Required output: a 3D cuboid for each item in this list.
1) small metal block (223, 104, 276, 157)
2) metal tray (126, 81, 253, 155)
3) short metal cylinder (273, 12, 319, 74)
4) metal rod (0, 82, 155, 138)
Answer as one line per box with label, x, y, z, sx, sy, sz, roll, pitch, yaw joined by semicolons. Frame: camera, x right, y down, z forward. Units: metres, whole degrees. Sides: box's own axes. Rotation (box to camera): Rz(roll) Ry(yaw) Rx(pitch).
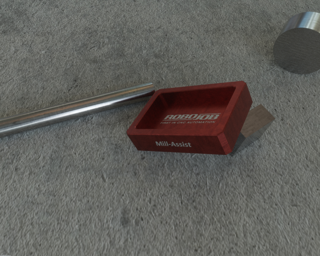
small metal block;0.107;0.004;0.383;0.050;0.050;0.025;-29;67;-23
metal tray;0.034;-0.013;0.373;0.130;0.030;0.090;0;43;37
short metal cylinder;0.224;-0.131;0.481;0.080;0.080;0.050;23;54;18
metal rod;-0.152;-0.015;0.413;0.302;0.025;0.025;-16;52;-14
